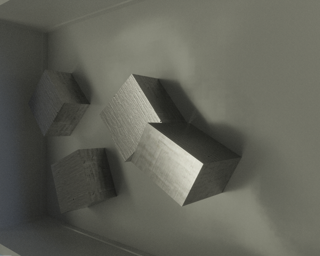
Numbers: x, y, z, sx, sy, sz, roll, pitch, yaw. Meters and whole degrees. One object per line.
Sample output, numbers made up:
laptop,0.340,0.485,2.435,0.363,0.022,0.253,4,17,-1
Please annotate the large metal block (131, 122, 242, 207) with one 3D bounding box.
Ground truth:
large metal block,0.030,0.035,0.347,0.080,0.081,0.050,36,112,34

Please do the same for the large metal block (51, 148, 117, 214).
large metal block,-0.122,0.083,0.492,0.080,0.050,0.080,-27,73,36

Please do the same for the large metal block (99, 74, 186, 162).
large metal block,-0.024,-0.012,0.411,0.080,0.050,0.080,-46,63,30

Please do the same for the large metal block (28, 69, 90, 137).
large metal block,-0.177,-0.042,0.537,0.080,0.050,0.080,-50,61,28
